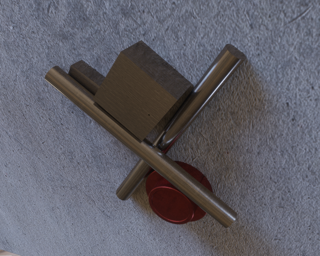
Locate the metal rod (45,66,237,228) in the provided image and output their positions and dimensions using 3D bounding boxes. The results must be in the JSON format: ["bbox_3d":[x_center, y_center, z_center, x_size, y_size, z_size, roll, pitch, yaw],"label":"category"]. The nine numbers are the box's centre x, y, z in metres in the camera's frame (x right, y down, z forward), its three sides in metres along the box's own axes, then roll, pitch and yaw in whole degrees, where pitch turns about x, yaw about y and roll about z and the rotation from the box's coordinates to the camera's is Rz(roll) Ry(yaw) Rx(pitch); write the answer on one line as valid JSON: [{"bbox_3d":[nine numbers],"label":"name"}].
[{"bbox_3d":[-0.025,0.024,0.402,0.300,0.025,0.025,39,129,1],"label":"metal rod"}]

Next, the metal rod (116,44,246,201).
[{"bbox_3d":[0.009,0.014,0.413,0.025,0.025,0.298,38,129,2],"label":"metal rod"}]

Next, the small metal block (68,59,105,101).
[{"bbox_3d":[-0.101,-0.057,0.426,0.050,0.025,0.050,37,129,3],"label":"small metal block"}]

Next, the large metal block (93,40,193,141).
[{"bbox_3d":[-0.022,-0.045,0.376,0.080,0.050,0.080,41,129,0],"label":"large metal block"}]

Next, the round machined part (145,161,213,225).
[{"bbox_3d":[0.023,0.099,0.444,0.098,0.042,0.097,13,124,20],"label":"round machined part"}]
